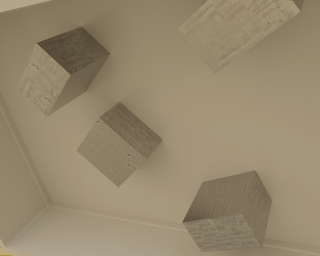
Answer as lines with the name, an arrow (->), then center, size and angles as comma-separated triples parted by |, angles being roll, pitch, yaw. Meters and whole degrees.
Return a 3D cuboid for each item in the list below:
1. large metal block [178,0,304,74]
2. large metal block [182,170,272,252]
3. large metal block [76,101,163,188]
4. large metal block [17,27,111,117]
large metal block -> 0.074, -0.102, 0.271 | 0.080, 0.080, 0.050 | -35, 99, 38
large metal block -> 0.087, 0.105, 0.392 | 0.080, 0.080, 0.050 | -21, 107, 35
large metal block -> -0.058, 0.024, 0.436 | 0.080, 0.050, 0.080 | 42, 129, -1
large metal block -> -0.120, -0.072, 0.390 | 0.050, 0.080, 0.080 | 43, 129, -2
